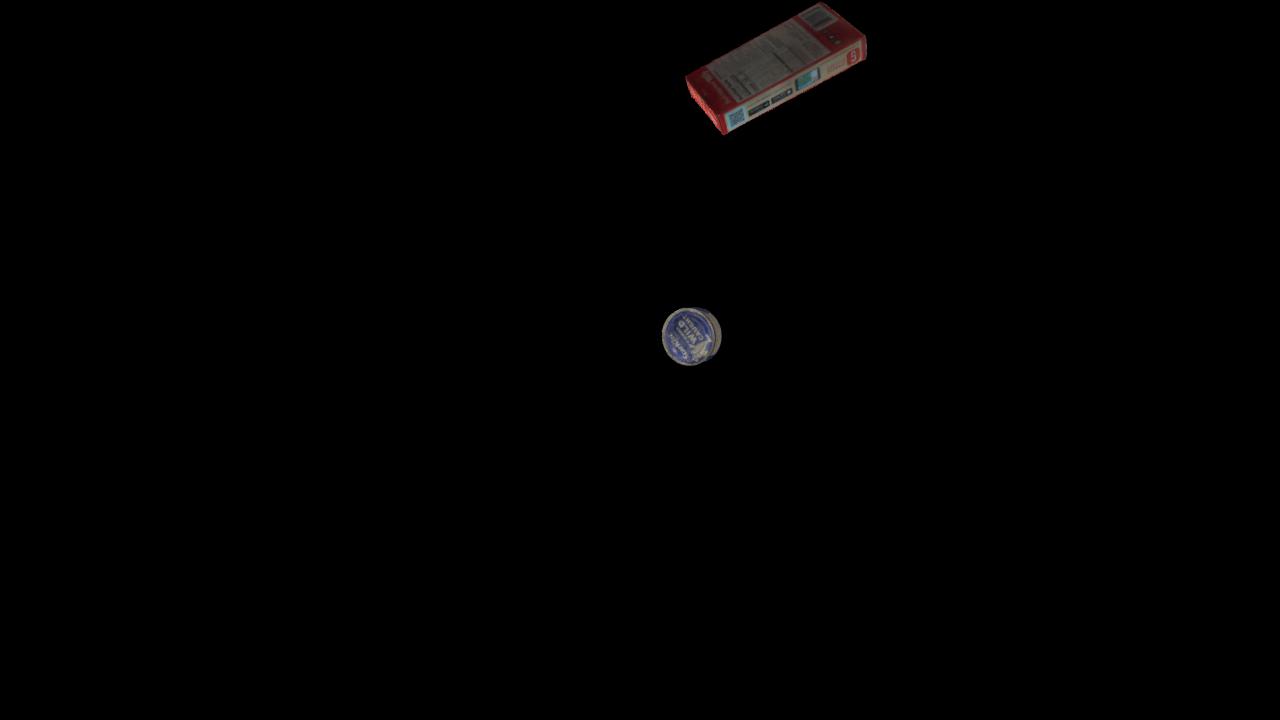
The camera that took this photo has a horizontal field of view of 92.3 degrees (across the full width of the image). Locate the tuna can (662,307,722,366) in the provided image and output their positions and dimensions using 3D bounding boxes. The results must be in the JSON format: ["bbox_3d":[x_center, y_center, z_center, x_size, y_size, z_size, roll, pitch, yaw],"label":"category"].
[{"bbox_3d":[0.076,-0.035,0.896,0.084,0.084,0.034,0,7,29],"label":"tuna can"}]

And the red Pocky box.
[{"bbox_3d":[0.129,-0.285,0.599,0.155,0.083,0.028,-27,-35,4],"label":"red Pocky box"}]
